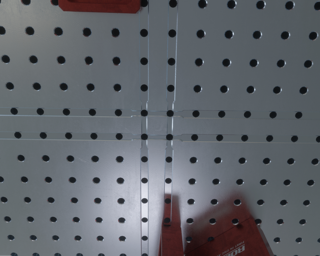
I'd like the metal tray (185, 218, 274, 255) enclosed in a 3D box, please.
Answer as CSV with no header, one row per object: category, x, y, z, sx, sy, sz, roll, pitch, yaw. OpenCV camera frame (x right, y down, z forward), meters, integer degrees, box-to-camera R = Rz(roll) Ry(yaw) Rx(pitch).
metal tray,0.098,0.199,0.452,0.130,0.090,0.030,-34,107,12

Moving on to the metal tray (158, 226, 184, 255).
metal tray,0.011,0.225,0.461,0.030,0.090,0.129,5,110,-2

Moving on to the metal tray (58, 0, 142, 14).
metal tray,-0.066,-0.195,0.338,0.090,0.030,0.129,1,110,-1
